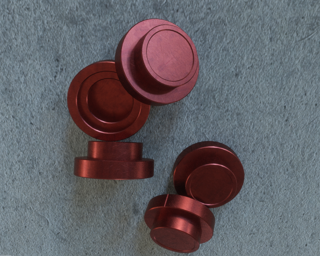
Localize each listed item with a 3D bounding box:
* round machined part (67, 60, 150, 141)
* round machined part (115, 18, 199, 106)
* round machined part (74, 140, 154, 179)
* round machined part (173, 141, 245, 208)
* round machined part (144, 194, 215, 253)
[{"bbox_3d":[-0.060,-0.036,0.386,0.099,0.042,0.097,0,109,0],"label":"round machined part"},{"bbox_3d":[0.003,-0.076,0.347,0.099,0.042,0.097,2,84,-25],"label":"round machined part"},{"bbox_3d":[-0.056,0.038,0.389,0.099,0.098,0.042,2,87,-1],"label":"round machined part"},{"bbox_3d":[0.068,0.070,0.427,0.099,0.042,0.097,0,110,0],"label":"round machined part"},{"bbox_3d":[0.024,0.138,0.430,0.098,0.042,0.097,11,136,11],"label":"round machined part"}]
